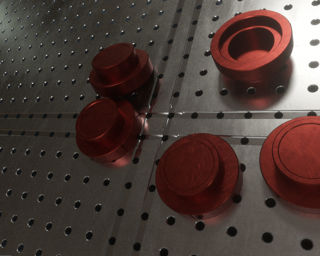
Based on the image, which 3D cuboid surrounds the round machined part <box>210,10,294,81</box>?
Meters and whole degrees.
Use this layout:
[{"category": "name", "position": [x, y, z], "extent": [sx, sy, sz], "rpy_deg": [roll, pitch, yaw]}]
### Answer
[{"category": "round machined part", "position": [0.118, -0.100, 0.396], "extent": [0.098, 0.042, 0.098], "rpy_deg": [-13, 56, 20]}]

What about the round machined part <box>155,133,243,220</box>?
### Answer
[{"category": "round machined part", "position": [0.039, 0.048, 0.346], "extent": [0.098, 0.042, 0.098], "rpy_deg": [-13, 56, 20]}]

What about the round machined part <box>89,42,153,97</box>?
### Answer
[{"category": "round machined part", "position": [-0.064, -0.094, 0.471], "extent": [0.098, 0.042, 0.098], "rpy_deg": [-14, 41, 12]}]

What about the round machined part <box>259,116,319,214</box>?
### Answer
[{"category": "round machined part", "position": [0.148, 0.030, 0.301], "extent": [0.098, 0.042, 0.098], "rpy_deg": [-13, 56, 20]}]

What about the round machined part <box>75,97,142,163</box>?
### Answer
[{"category": "round machined part", "position": [-0.079, -0.004, 0.439], "extent": [0.098, 0.042, 0.098], "rpy_deg": [-13, 56, 20]}]
